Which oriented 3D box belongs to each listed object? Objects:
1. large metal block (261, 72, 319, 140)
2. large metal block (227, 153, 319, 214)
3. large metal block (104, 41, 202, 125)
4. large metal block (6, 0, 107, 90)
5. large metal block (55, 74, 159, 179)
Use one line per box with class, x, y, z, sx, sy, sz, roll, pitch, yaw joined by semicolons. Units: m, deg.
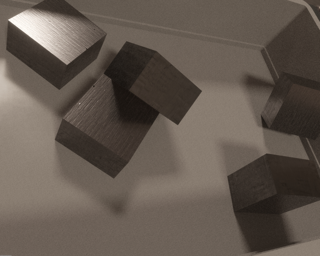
large metal block;0.223;-0.035;0.497;0.081;0.079;0.050;14;29;-7
large metal block;0.149;0.077;0.406;0.081;0.080;0.050;10;58;-24
large metal block;-0.010;-0.056;0.377;0.080;0.080;0.050;34;92;-37
large metal block;-0.128;-0.108;0.388;0.080;0.050;0.080;38;51;-3
large metal block;-0.060;-0.002;0.360;0.080;0.050;0.080;35;51;-6
